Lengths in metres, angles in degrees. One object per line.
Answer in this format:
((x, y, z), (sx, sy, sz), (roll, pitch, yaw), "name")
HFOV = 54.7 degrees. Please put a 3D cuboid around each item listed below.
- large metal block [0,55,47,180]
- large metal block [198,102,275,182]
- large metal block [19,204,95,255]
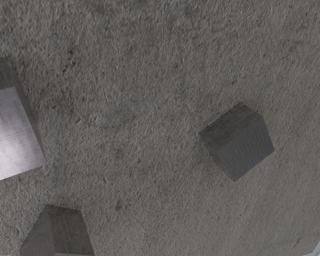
((-0.147, -0.011, 0.284), (0.050, 0.080, 0.079), (-20, 126, -17), "large metal block")
((0.117, 0.022, 0.467), (0.080, 0.050, 0.080), (-37, 129, -3), "large metal block")
((-0.134, 0.159, 0.396), (0.050, 0.080, 0.080), (24, 106, -37), "large metal block")
